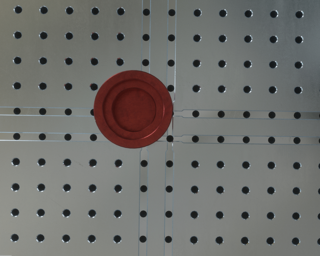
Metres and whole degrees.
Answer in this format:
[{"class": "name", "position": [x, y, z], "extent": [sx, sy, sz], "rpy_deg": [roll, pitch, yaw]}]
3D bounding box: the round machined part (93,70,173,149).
[{"class": "round machined part", "position": [-0.033, -0.023, 0.405], "extent": [0.099, 0.042, 0.097], "rpy_deg": [0, 90, 0]}]
